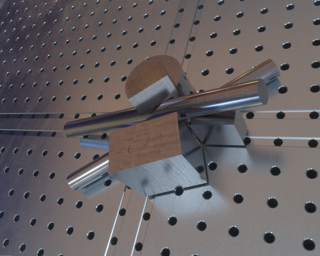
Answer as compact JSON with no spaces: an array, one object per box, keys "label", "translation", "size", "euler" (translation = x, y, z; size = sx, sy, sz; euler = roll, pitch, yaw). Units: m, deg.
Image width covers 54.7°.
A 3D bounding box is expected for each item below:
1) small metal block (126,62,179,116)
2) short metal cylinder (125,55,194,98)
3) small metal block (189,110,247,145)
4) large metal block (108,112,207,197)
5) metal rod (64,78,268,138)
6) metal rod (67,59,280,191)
[{"label":"small metal block","translation":[-0.010,-0.047,0.363],"size":[0.050,0.025,0.050],"euler":[-31,29,8]},{"label":"short metal cylinder","translation":[0.000,-0.051,0.419],"size":[0.080,0.050,0.080],"euler":[-13,55,20]},{"label":"small metal block","translation":[0.068,-0.003,0.354],"size":[0.050,0.050,0.025],"euler":[0,62,29]},{"label":"large metal block","translation":[-0.001,0.033,0.347],"size":[0.080,0.080,0.050],"euler":[-17,55,18]},{"label":"metal rod","translation":[-0.021,-0.015,0.379],"size":[0.300,0.025,0.025],"euler":[-9,57,39]},{"label":"metal rod","translation":[0.011,0.001,0.399],"size":[0.300,0.025,0.025],"euler":[-30,52,8]}]
